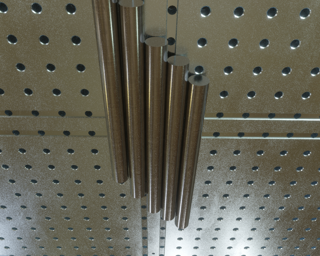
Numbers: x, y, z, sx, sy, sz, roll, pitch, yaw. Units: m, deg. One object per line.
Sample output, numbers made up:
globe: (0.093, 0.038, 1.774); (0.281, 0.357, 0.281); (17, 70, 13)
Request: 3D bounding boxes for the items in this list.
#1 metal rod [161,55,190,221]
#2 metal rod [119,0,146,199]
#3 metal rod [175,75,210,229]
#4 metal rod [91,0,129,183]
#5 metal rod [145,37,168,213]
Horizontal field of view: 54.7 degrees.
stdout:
metal rod: (0.017, 0.038, 0.443); (0.025, 0.025, 0.298); (1, 130, -1)
metal rod: (-0.032, -0.010, 0.401); (0.025, 0.025, 0.298); (1, 130, -1)
metal rod: (0.042, 0.057, 0.460); (0.025, 0.025, 0.298); (1, 130, -1)
metal rod: (-0.057, -0.039, 0.377); (0.025, 0.025, 0.298); (1, 130, -1)
metal rod: (-0.007, 0.021, 0.428); (0.025, 0.025, 0.298); (1, 130, -1)
